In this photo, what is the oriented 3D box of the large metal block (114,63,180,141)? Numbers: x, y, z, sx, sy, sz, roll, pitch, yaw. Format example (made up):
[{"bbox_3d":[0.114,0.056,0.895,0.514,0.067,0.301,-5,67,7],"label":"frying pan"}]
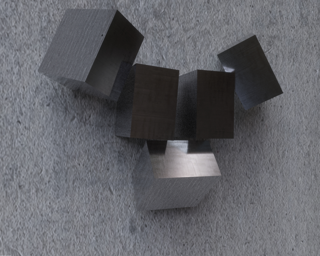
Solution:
[{"bbox_3d":[-0.019,-0.028,0.375,0.050,0.080,0.080,5,88,-20],"label":"large metal block"}]

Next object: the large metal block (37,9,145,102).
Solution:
[{"bbox_3d":[-0.076,-0.082,0.344,0.050,0.080,0.080,32,77,-54],"label":"large metal block"}]

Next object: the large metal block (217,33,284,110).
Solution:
[{"bbox_3d":[0.120,-0.079,0.420,0.050,0.080,0.080,-26,101,20],"label":"large metal block"}]

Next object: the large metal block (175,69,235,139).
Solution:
[{"bbox_3d":[0.052,-0.028,0.402,0.050,0.080,0.079,1,90,-20],"label":"large metal block"}]

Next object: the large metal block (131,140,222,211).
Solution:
[{"bbox_3d":[0.016,0.059,0.382,0.081,0.079,0.050,1,51,-20],"label":"large metal block"}]
